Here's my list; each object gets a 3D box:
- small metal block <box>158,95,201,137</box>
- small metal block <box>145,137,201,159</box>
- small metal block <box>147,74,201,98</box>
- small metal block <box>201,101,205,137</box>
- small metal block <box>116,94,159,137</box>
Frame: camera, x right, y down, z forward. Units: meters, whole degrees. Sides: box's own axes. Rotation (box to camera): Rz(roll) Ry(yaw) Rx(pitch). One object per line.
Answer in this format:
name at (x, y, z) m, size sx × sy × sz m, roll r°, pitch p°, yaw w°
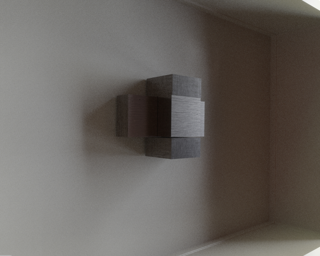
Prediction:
small metal block at (0.025, -0.014, 0.391) m, size 0.050 × 0.025 × 0.050 m, roll 1°, pitch 90°, yaw -40°
small metal block at (0.017, 0.024, 0.400) m, size 0.050 × 0.050 × 0.025 m, roll 1°, pitch 90°, yaw -40°
small metal block at (0.018, -0.052, 0.402) m, size 0.050 × 0.050 × 0.025 m, roll 1°, pitch 90°, yaw -40°
small metal block at (0.036, -0.013, 0.434) m, size 0.050 × 0.025 × 0.050 m, roll 1°, pitch 90°, yaw -40°
small metal block at (-0.025, -0.014, 0.382) m, size 0.050 × 0.025 × 0.050 m, roll 1°, pitch 90°, yaw -40°
